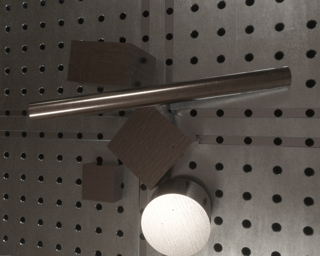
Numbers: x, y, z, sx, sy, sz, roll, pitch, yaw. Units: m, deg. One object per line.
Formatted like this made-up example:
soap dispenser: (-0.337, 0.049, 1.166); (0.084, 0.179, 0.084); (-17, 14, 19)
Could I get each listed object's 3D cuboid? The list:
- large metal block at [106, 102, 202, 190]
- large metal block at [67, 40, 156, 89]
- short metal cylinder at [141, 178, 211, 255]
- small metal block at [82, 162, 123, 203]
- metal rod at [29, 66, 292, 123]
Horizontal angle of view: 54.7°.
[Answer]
large metal block: (-0.007, 0.020, 0.401); (0.080, 0.050, 0.080); (43, 103, 14)
large metal block: (-0.060, -0.077, 0.403); (0.080, 0.080, 0.050); (8, 93, 19)
short metal cylinder: (0.022, 0.109, 0.381); (0.080, 0.050, 0.079); (2, 101, 10)
small metal block: (-0.082, 0.077, 0.440); (0.050, 0.025, 0.050); (2, 91, 19)
metal rod: (-0.001, -0.039, 0.365); (0.302, 0.025, 0.025); (-8, 87, 1)
